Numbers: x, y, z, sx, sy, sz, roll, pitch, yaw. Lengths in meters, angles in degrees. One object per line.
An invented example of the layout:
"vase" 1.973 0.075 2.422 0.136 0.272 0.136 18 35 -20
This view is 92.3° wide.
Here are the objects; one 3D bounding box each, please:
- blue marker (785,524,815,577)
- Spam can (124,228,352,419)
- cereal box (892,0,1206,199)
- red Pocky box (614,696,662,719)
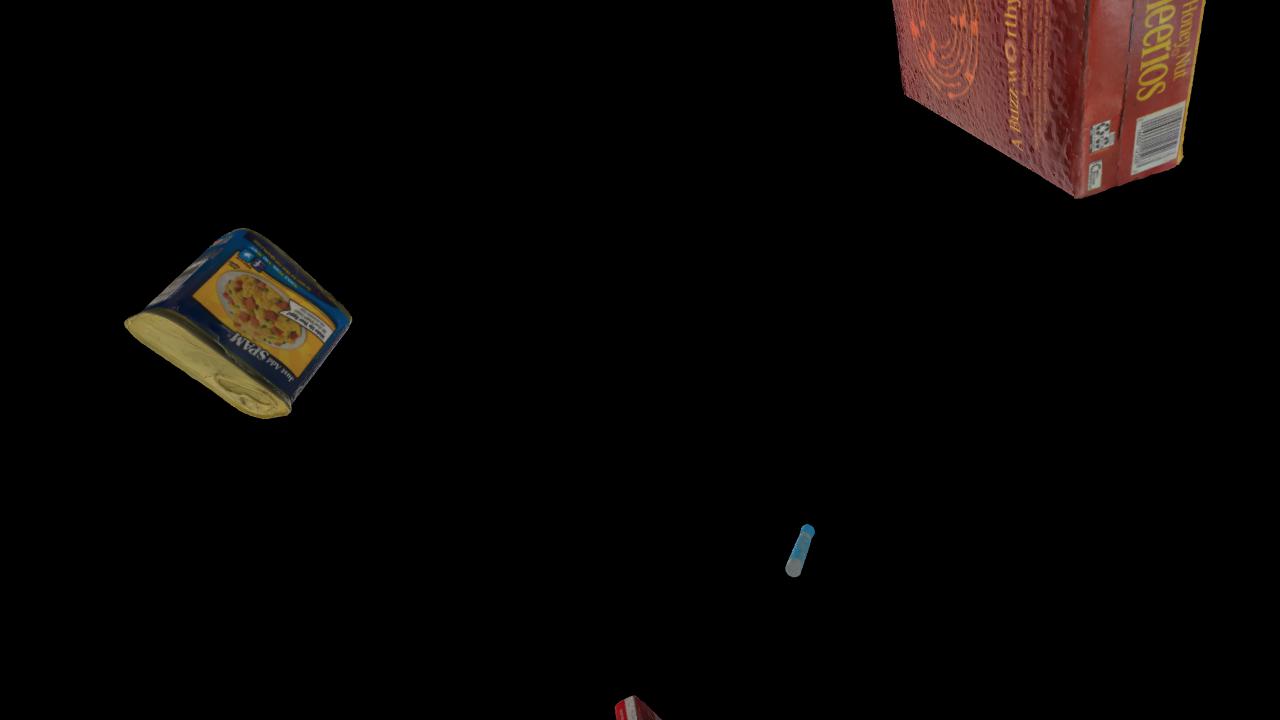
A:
"blue marker" 0.209 0.244 0.797 0.020 0.020 0.121 0 10 24
"Spam can" -0.259 -0.024 0.412 0.058 0.085 0.101 -8 -44 30
"cereal box" 0.292 -0.284 0.489 0.081 0.203 0.306 -19 35 10
"red Pocky box" 0.032 0.402 0.593 0.028 0.155 0.083 -34 24 5
